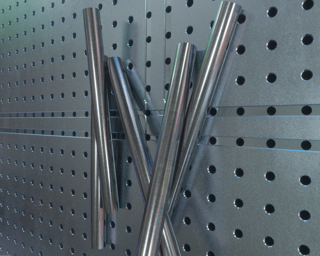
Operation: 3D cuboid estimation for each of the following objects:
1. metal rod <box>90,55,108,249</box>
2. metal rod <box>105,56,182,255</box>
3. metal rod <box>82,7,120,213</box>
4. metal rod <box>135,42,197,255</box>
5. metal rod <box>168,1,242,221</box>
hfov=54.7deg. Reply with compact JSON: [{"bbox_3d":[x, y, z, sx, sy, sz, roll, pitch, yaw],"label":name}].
[{"bbox_3d":[-0.096,0.037,0.485,0.025,0.025,0.298,1,91,39],"label":"metal rod"},{"bbox_3d":[-0.026,0.031,0.406,0.025,0.025,0.299,-35,62,34],"label":"metal rod"},{"bbox_3d":[-0.087,-0.024,0.460,0.025,0.025,0.298,-3,94,39],"label":"metal rod"},{"bbox_3d":[0.004,0.045,0.356,0.025,0.025,0.299,3,77,39],"label":"metal rod"},{"bbox_3d":[0.038,0.003,0.376,0.025,0.025,0.298,26,106,36],"label":"metal rod"}]
